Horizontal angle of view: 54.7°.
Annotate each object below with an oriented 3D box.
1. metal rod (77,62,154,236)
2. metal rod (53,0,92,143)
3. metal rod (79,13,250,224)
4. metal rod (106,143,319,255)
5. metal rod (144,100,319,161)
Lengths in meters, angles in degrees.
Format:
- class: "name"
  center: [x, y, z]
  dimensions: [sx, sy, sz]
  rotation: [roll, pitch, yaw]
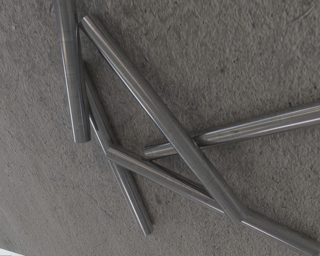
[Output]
- class: "metal rod"
  center: [-0.068, 0.044, 0.469]
  dimensions: [0.025, 0.025, 0.298]
  rotation: [-5, 116, 31]
- class: "metal rod"
  center: [-0.110, -0.120, 0.369]
  dimensions: [0.025, 0.025, 0.298]
  rotation: [10, 116, 23]
- class: "metal rod"
  center: [0.004, -0.012, 0.372]
  dimensions: [0.300, 0.025, 0.025]
  rotation: [52, 129, 1]
- class: "metal rod"
  center: [0.065, 0.095, 0.419]
  dimensions: [0.301, 0.025, 0.025]
  rotation: [25, 127, 8]
- class: "metal rod"
  center: [0.106, 0.000, 0.350]
  dimensions: [0.300, 0.025, 0.025]
  rotation: [-16, 110, 34]
